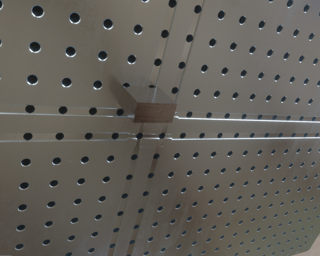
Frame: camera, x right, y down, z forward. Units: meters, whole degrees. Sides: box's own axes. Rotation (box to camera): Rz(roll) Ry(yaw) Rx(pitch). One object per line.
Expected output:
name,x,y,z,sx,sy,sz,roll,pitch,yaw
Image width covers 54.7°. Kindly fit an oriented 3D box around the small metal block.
small metal block,-0.016,-0.029,0.370,0.050,0.050,0.025,0,119,-29
